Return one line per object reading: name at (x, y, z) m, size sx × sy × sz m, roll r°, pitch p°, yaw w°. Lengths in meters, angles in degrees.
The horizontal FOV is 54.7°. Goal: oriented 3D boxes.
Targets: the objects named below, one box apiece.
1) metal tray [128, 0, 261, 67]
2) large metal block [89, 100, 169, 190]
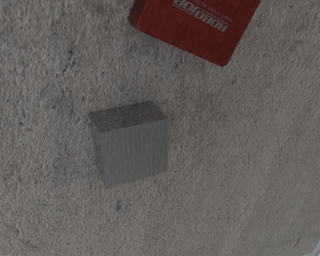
metal tray at (0.041, -0.131, 0.345) m, size 0.131 × 0.030 × 0.089 m, roll 14°, pitch 111°, yaw -34°
large metal block at (-0.037, 0.019, 0.382) m, size 0.081 × 0.050 × 0.079 m, roll -13°, pitch 124°, yaw -21°
